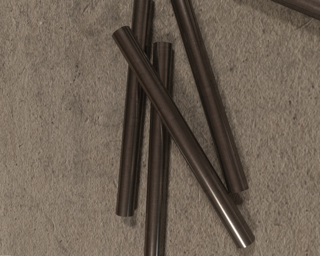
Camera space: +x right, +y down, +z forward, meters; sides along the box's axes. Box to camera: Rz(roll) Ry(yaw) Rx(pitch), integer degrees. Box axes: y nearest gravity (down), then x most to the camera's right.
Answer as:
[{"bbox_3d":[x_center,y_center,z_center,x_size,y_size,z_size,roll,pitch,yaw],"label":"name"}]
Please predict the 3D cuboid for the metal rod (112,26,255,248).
[{"bbox_3d":[0.027,0.009,0.379,0.025,0.025,0.299,-31,87,17],"label":"metal rod"}]

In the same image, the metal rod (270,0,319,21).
[{"bbox_3d":[0.119,-0.171,0.366,0.300,0.025,0.025,31,100,17],"label":"metal rod"}]

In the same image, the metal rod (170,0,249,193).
[{"bbox_3d":[0.054,-0.067,0.389,0.025,0.025,0.298,-18,84,19],"label":"metal rod"}]

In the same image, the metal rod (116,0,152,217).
[{"bbox_3d":[-0.035,-0.031,0.420,0.025,0.025,0.298,6,92,19],"label":"metal rod"}]

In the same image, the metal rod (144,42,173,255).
[{"bbox_3d":[-0.003,0.039,0.409,0.025,0.025,0.298,3,91,19],"label":"metal rod"}]
